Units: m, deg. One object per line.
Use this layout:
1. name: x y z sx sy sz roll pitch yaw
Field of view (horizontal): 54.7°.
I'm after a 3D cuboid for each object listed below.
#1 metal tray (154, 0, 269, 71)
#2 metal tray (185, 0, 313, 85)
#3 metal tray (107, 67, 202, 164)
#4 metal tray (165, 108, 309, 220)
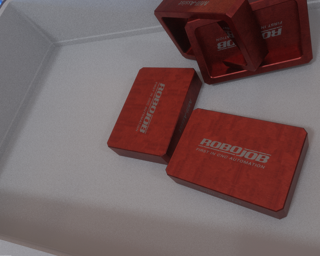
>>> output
1. metal tray: 0.062 -0.121 0.391 0.130 0.090 0.030 25 74 46
2. metal tray: 0.106 -0.108 0.371 0.130 0.090 0.030 -10 39 22
3. metal tray: -0.006 -0.021 0.417 0.090 0.030 0.130 8 65 31
4. metal tray: 0.082 0.033 0.339 0.130 0.030 0.090 14 69 33
